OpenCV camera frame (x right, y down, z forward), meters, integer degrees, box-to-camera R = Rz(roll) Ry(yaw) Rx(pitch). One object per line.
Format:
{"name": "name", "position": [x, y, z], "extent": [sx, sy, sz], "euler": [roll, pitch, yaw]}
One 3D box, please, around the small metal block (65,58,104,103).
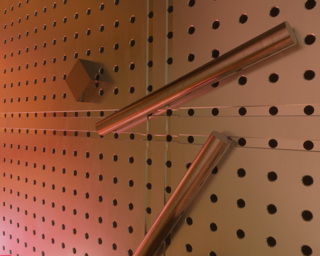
{"name": "small metal block", "position": [-0.126, -0.078, 0.514], "extent": [0.050, 0.025, 0.050], "euler": [-48, 62, 29]}

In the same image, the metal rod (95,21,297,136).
{"name": "metal rod", "position": [0.019, -0.047, 0.393], "extent": [0.299, 0.025, 0.025], "euler": [-23, 76, 37]}

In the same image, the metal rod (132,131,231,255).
{"name": "metal rod", "position": [0.002, 0.131, 0.407], "extent": [0.025, 0.025, 0.298], "euler": [43, 116, 31]}
